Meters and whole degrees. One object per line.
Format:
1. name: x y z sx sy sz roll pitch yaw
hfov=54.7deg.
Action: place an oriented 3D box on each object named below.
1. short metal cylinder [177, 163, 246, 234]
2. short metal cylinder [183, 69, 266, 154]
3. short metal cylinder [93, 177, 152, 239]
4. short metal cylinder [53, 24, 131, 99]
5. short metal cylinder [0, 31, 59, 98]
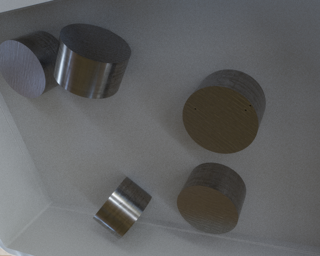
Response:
1. short metal cylinder: 0.069 0.093 0.413 0.080 0.050 0.079 13 124 20
2. short metal cylinder: 0.072 -0.019 0.343 0.080 0.050 0.079 13 124 20
3. short metal cylinder: -0.057 0.122 0.477 0.050 0.080 0.080 39 129 1
4. short metal cylinder: -0.080 -0.079 0.365 0.080 0.080 0.050 32 128 7
5. short metal cylinder: -0.173 -0.088 0.427 0.080 0.050 0.079 13 124 20
